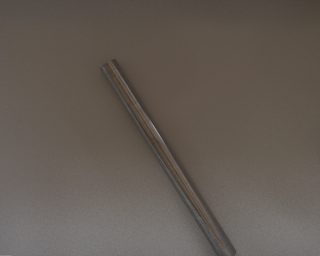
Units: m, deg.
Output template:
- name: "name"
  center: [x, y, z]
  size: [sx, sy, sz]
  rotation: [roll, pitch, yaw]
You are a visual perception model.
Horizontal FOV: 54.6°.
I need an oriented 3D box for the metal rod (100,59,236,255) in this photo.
- name: "metal rod"
  center: [0.011, 0.042, 0.411]
  size: [0.025, 0.025, 0.299]
  rotation: [-32, 90, 0]
